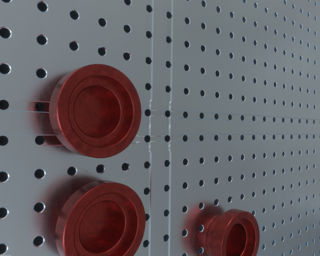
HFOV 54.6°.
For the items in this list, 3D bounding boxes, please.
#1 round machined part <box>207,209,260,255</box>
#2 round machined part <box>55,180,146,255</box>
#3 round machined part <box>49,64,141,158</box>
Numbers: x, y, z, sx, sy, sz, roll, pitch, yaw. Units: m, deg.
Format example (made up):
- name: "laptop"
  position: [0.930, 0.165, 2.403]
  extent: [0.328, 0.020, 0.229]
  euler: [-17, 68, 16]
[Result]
- name: "round machined part"
  position: [0.112, 0.177, 0.491]
  extent: [0.099, 0.042, 0.097]
  euler: [0, 90, -40]
- name: "round machined part"
  position: [-0.067, 0.106, 0.341]
  extent: [0.099, 0.042, 0.097]
  euler: [0, 90, -40]
- name: "round machined part"
  position: [-0.072, -0.017, 0.337]
  extent: [0.099, 0.042, 0.097]
  euler: [0, 90, -40]
